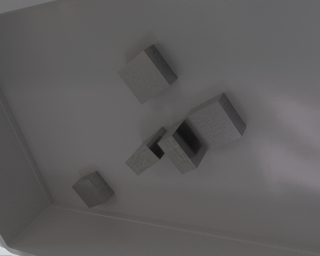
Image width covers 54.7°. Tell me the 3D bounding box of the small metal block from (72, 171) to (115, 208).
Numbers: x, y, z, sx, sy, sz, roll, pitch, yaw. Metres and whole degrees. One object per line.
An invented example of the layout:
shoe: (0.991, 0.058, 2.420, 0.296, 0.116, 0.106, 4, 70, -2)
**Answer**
small metal block: (-0.116, 0.107, 0.536, 0.050, 0.025, 0.050, -27, 104, 37)

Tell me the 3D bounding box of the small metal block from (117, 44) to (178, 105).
small metal block: (-0.015, -0.064, 0.377, 0.050, 0.025, 0.050, -30, 102, 37)

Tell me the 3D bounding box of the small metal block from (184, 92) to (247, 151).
small metal block: (0.066, -0.007, 0.370, 0.050, 0.025, 0.050, -28, 104, 37)

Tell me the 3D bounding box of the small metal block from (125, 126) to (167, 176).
small metal block: (-0.013, 0.031, 0.419, 0.025, 0.050, 0.050, 46, 129, -4)

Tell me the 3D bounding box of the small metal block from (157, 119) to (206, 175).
small metal block: (0.031, 0.021, 0.390, 0.025, 0.050, 0.050, -30, 102, 38)
